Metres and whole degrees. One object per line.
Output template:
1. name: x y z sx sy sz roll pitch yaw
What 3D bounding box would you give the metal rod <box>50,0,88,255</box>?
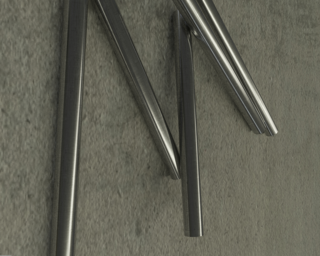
1. metal rod: -0.096 0.007 0.325 0.025 0.025 0.298 4 88 -40

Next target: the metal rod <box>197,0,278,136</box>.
1. metal rod: 0.130 -0.100 0.516 0.025 0.025 0.300 -52 121 -27

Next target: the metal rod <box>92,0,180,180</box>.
1. metal rod: -0.029 -0.065 0.381 0.025 0.025 0.299 -37 113 -34

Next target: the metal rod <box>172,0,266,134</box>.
1. metal rod: 0.099 -0.086 0.467 0.300 0.025 0.025 48 62 -38

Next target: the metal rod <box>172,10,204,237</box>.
1. metal rod: 0.037 -0.012 0.413 0.025 0.025 0.298 4 80 -40
